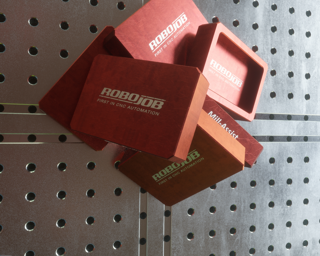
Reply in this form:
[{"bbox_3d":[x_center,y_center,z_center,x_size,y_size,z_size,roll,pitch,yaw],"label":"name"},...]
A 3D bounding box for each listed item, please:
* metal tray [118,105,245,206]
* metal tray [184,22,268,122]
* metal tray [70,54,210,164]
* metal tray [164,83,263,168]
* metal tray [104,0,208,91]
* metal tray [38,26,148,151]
[{"bbox_3d":[0.023,0.038,0.370,0.090,0.129,0.030,40,39,-16],"label":"metal tray"},{"bbox_3d":[0.091,-0.070,0.417,0.131,0.030,0.090,22,82,-41],"label":"metal tray"},{"bbox_3d":[-0.024,-0.024,0.323,0.030,0.130,0.090,30,76,-61],"label":"metal tray"},{"bbox_3d":[0.057,-0.003,0.398,0.130,0.090,0.030,40,77,-16],"label":"metal tray"},{"bbox_3d":[0.005,-0.114,0.391,0.090,0.030,0.130,49,61,-17],"label":"metal tray"},{"bbox_3d":[-0.072,-0.048,0.383,0.090,0.030,0.130,41,77,-17],"label":"metal tray"}]
